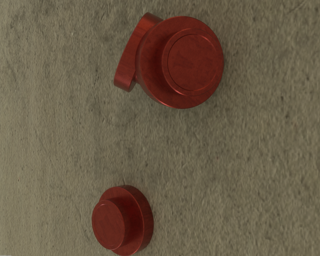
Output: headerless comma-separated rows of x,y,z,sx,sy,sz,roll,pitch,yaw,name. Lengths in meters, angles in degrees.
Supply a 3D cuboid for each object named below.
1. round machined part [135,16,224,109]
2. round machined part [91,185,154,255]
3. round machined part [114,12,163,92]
0.026,-0.069,0.329,0.042,0.099,0.097,-157,73,-67,round machined part
-0.060,0.133,0.441,0.098,0.042,0.097,0,90,39,round machined part
-0.016,-0.087,0.382,0.042,0.098,0.097,26,111,-3,round machined part
